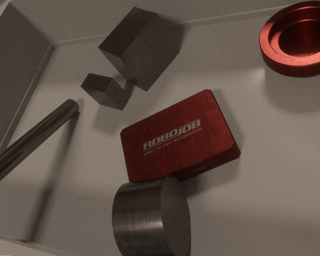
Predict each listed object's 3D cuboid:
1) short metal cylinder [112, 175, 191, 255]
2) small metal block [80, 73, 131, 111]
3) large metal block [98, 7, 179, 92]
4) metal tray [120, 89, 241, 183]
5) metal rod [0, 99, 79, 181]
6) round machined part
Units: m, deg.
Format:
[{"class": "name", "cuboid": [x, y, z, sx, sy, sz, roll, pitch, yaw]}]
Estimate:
[{"class": "short metal cylinder", "cuboid": [-0.006, 0.092, 0.316, 0.050, 0.080, 0.080, -14, 56, 20]}, {"class": "small metal block", "cuboid": [-0.081, -0.054, 0.463, 0.050, 0.050, 0.025, 16, 71, 34]}, {"class": "large metal block", "cuboid": [-0.029, -0.114, 0.454, 0.050, 0.080, 0.080, 32, 80, 38]}, {"class": "metal tray", "cuboid": [0.020, 0.018, 0.380, 0.130, 0.030, 0.090, -25, 53, 12]}, {"class": "metal rod", "cuboid": [-0.191, 0.042, 0.385, 0.025, 0.025, 0.301, -6, 29, 25]}, {"class": "round machined part", "cuboid": [0.171, -0.099, 0.365, 0.098, 0.042, 0.098, -13, 56, 20]}]
